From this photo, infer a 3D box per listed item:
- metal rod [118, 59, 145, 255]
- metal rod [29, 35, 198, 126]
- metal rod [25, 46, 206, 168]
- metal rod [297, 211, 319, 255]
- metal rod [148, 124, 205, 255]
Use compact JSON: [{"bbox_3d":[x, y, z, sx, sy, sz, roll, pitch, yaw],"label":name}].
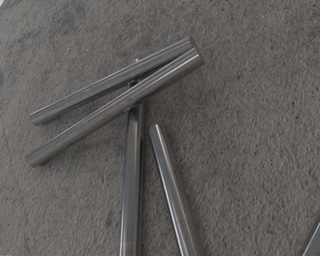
[{"bbox_3d":[-0.033,0.028,0.404,0.025,0.025,0.299,-14,56,21],"label":"metal rod"},{"bbox_3d":[-0.084,-0.061,0.459,0.300,0.025,0.025,-20,54,26],"label":"metal rod"},{"bbox_3d":[-0.074,-0.019,0.427,0.300,0.025,0.025,-29,52,20],"label":"metal rod"},{"bbox_3d":[0.160,0.071,0.275,0.025,0.025,0.300,25,75,37],"label":"metal rod"},{"bbox_3d":[0.030,0.119,0.315,0.025,0.025,0.299,-25,53,13],"label":"metal rod"}]
